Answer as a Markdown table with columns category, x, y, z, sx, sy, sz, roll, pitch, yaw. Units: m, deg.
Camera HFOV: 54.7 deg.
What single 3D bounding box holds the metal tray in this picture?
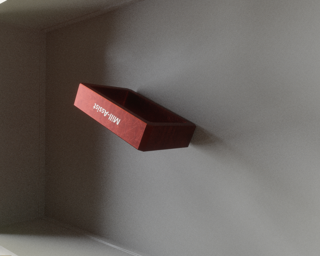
| category | x | y | z | sx | sy | sz | roll | pitch | yaw |
| --- | --- | --- | --- | --- | --- | --- | --- | --- | --- |
| metal tray | -0.032 | -0.016 | 0.384 | 0.130 | 0.091 | 0.030 | 31 | 109 | 35 |
